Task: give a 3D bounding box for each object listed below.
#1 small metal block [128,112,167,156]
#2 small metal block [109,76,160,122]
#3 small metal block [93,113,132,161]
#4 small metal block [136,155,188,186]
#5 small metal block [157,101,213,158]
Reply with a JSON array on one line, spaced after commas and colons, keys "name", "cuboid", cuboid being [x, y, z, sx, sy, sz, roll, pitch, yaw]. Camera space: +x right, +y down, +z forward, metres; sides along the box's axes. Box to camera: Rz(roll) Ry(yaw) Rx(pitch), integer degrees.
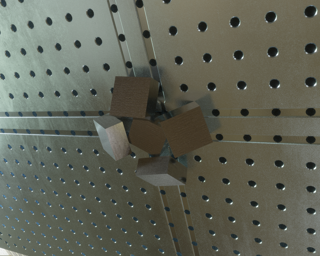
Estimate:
[{"name": "small metal block", "cuboid": [-0.012, 0.006, 0.419, 0.050, 0.025, 0.050, 28, 128, 10]}, {"name": "small metal block", "cuboid": [-0.032, -0.037, 0.388, 0.050, 0.025, 0.050, 6, 85, 25]}, {"name": "small metal block", "cuboid": [-0.067, 0.012, 0.437, 0.050, 0.025, 0.050, 29, 138, 56]}, {"name": "small metal block", "cuboid": [0.003, 0.061, 0.430, 0.050, 0.025, 0.050, -9, 150, 32]}, {"name": "small metal block", "cuboid": [0.031, 0.002, 0.380, 0.050, 0.025, 0.050, -23, 110, -1]}]
